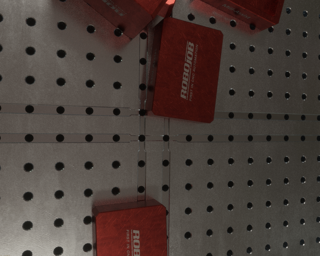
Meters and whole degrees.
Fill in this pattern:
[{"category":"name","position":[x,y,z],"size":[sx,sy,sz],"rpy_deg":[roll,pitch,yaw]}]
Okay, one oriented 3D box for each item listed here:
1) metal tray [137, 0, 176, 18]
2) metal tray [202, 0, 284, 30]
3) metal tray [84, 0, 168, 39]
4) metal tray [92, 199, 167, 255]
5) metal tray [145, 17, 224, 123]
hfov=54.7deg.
[{"category":"metal tray","position":[-0.007,-0.216,0.390],"size":[0.090,0.030,0.130],"rpy_deg":[21,77,-6]},{"category":"metal tray","position":[0.124,-0.213,0.457],"size":[0.131,0.030,0.090],"rpy_deg":[18,84,-20]},{"category":"metal tray","position":[-0.063,-0.166,0.355],"size":[0.130,0.090,0.030],"rpy_deg":[36,78,-17]},{"category":"metal tray","position":[-0.038,0.164,0.397],"size":[0.091,0.030,0.129],"rpy_deg":[-2,91,-21]},{"category":"metal tray","position":[0.034,-0.075,0.424],"size":[0.091,0.030,0.129],"rpy_deg":[8,87,-20]}]
